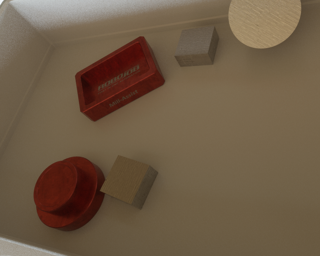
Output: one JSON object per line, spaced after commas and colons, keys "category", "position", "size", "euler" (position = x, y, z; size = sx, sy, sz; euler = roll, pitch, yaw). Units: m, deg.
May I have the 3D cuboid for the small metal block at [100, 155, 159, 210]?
{"category": "small metal block", "position": [-0.038, 0.066, 0.383], "size": [0.050, 0.025, 0.050], "euler": [13, 68, 33]}

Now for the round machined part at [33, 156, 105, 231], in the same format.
{"category": "round machined part", "position": [-0.125, 0.082, 0.408], "size": [0.098, 0.042, 0.098], "euler": [-13, 56, 20]}

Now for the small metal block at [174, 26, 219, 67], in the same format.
{"category": "small metal block", "position": [0.054, -0.118, 0.449], "size": [0.050, 0.025, 0.050], "euler": [2, 63, 29]}

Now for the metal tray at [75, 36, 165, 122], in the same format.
{"category": "metal tray", "position": [-0.066, -0.077, 0.482], "size": [0.130, 0.030, 0.090], "euler": [-27, 53, 10]}

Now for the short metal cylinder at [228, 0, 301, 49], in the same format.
{"category": "short metal cylinder", "position": [0.129, -0.142, 0.381], "size": [0.080, 0.079, 0.050], "euler": [-5, 19, 25]}
